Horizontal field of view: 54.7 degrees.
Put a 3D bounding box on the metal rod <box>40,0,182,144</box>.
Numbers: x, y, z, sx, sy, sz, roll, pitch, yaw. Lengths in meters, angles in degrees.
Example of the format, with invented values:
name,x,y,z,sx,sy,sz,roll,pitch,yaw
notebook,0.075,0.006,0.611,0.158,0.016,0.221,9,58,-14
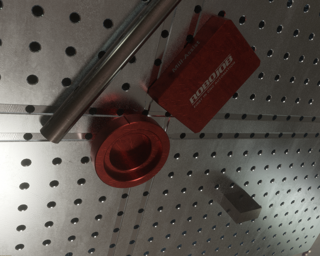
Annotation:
name,x,y,z,sx,sy,sz,roll,pitch,yaw
metal rod,-0.025,-0.102,0.335,0.300,0.025,0.025,-48,129,5

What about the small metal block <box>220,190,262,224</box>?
name,x,y,z,sx,sy,sz,roll,pitch,yaw
small metal block,0.148,0.144,0.568,0.050,0.050,0.025,-4,121,-27

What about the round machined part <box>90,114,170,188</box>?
name,x,y,z,sx,sy,sz,roll,pitch,yaw
round machined part,-0.040,0.025,0.395,0.099,0.042,0.097,-14,125,-21

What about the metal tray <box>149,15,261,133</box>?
name,x,y,z,sx,sy,sz,roll,pitch,yaw
metal tray,0.059,-0.066,0.402,0.130,0.030,0.090,-49,129,6
